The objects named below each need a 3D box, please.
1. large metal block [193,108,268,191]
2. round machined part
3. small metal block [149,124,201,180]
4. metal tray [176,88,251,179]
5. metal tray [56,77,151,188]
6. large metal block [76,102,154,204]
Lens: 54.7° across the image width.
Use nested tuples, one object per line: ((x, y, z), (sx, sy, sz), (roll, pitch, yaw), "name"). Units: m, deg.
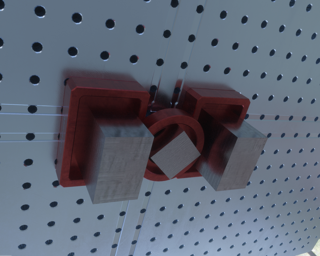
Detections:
((0.087, 0.028, 0.422), (0.050, 0.080, 0.079), (1, 118, -29), "large metal block")
((0.005, 0.018, 0.402), (0.099, 0.042, 0.097), (-14, 124, -21), "round machined part")
((0.015, 0.028, 0.384), (0.050, 0.025, 0.050), (-39, 129, -2), "small metal block")
((0.068, 0.010, 0.450), (0.091, 0.030, 0.129), (0, 118, -28), "metal tray")
((-0.071, 0.008, 0.373), (0.091, 0.030, 0.129), (1, 118, -29), "metal tray")
((-0.054, 0.025, 0.344), (0.050, 0.080, 0.079), (1, 118, -29), "large metal block")
